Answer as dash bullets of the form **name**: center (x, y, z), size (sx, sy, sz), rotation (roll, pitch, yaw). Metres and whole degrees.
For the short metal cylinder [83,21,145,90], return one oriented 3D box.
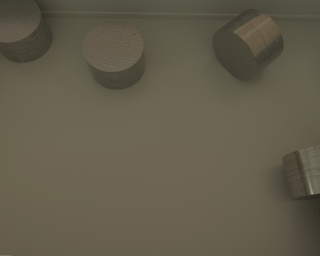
- **short metal cylinder**: center (-0.062, -0.101, 0.432), size (0.081, 0.050, 0.080), rotation (0, 70, 0)

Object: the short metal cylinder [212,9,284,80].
- **short metal cylinder**: center (0.118, -0.112, 0.423), size (0.050, 0.080, 0.080), rotation (-39, 75, -13)

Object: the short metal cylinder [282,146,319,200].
- **short metal cylinder**: center (0.191, 0.054, 0.363), size (0.081, 0.080, 0.050), rotation (-5, 70, -2)

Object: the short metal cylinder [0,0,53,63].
- **short metal cylinder**: center (-0.203, -0.142, 0.446), size (0.081, 0.050, 0.080), rotation (0, 70, 0)
